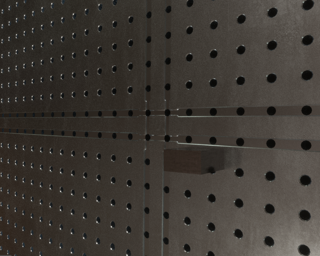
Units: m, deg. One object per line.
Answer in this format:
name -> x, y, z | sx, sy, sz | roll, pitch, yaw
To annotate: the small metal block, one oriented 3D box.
small metal block -> 0.040, 0.037, 0.359 | 0.050, 0.050, 0.025 | -1, 90, 39
